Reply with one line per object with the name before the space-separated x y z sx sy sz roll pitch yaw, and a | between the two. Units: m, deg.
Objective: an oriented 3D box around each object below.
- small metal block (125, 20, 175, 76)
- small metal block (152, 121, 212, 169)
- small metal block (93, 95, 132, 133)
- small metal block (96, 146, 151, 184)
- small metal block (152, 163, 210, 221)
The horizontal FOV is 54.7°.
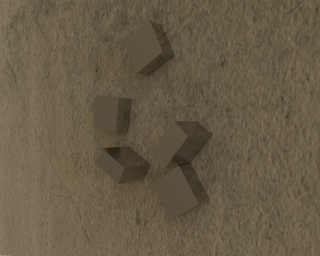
small metal block | -0.014 -0.106 0.415 0.050 0.025 0.050 -32 70 35
small metal block | 0.026 0.019 0.365 0.025 0.050 0.050 48 118 29
small metal block | -0.071 -0.022 0.461 0.050 0.025 0.050 11 97 39
small metal block | -0.050 0.050 0.428 0.050 0.050 0.025 35 112 34
small metal block | 0.025 0.079 0.383 0.050 0.025 0.050 -40 66 32
